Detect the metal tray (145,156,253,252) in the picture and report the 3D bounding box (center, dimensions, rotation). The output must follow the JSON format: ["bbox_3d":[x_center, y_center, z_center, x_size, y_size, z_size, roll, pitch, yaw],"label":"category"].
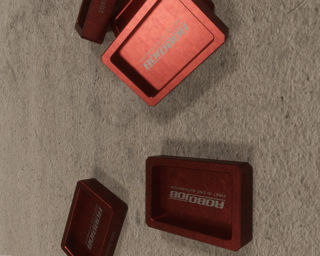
[{"bbox_3d":[0.041,0.081,0.366,0.130,0.030,0.089,1,91,39],"label":"metal tray"}]

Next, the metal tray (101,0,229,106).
[{"bbox_3d":[0.003,-0.097,0.365,0.090,0.030,0.129,43,124,-10],"label":"metal tray"}]

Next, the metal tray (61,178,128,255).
[{"bbox_3d":[-0.107,0.156,0.486,0.090,0.030,0.129,28,107,36],"label":"metal tray"}]

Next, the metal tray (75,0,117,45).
[{"bbox_3d":[-0.085,-0.195,0.446,0.129,0.030,0.090,-67,28,18],"label":"metal tray"}]

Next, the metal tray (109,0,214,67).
[{"bbox_3d":[-0.004,-0.147,0.402,0.130,0.030,0.090,-37,67,33],"label":"metal tray"}]
